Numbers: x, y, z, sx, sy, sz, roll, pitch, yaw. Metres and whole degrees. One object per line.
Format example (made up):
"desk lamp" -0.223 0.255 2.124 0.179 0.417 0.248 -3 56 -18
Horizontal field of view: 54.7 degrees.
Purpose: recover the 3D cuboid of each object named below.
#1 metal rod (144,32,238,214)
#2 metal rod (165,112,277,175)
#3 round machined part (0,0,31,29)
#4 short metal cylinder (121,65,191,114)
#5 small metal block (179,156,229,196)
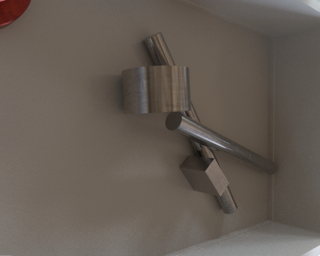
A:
"metal rod" 0.052 0.006 0.452 0.025 0.025 0.299 -41 115 -33
"metal rod" 0.113 0.034 0.479 0.301 0.025 0.025 24 75 -46
"round machined part" -0.158 -0.136 0.263 0.099 0.042 0.097 0 90 -40
"short metal cylinder" -0.004 -0.043 0.369 0.081 0.080 0.050 -6 94 -40
"small metal block" 0.063 0.068 0.446 0.025 0.050 0.050 -48 119 -29
